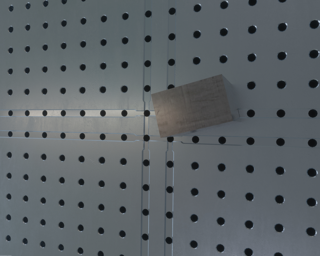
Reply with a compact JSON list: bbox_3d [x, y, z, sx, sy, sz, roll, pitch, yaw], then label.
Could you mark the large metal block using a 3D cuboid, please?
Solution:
[{"bbox_3d":[0.046,-0.022,0.367,0.080,0.080,0.050,-14,86,19],"label":"large metal block"}]
